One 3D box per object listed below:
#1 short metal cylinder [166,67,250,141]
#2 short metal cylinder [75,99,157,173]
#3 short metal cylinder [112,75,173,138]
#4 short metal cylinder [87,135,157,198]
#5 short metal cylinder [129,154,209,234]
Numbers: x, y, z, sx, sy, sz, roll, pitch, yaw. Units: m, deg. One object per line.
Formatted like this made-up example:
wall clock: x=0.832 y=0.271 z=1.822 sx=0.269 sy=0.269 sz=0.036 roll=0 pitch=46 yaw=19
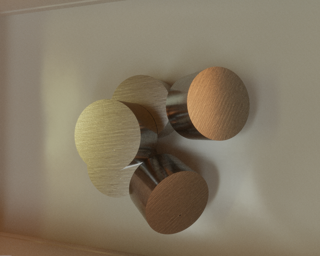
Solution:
short metal cylinder: x=0.054 y=-0.026 z=0.354 sx=0.081 sy=0.050 sz=0.079 roll=1 pitch=89 yaw=-25
short metal cylinder: x=-0.049 y=0.008 z=0.357 sx=0.080 sy=0.050 sz=0.079 roll=0 pitch=90 yaw=19
short metal cylinder: x=-0.016 y=-0.025 z=0.400 sx=0.080 sy=0.050 sz=0.079 roll=0 pitch=90 yaw=19
short metal cylinder: x=-0.048 y=0.047 z=0.412 sx=0.080 sy=0.050 sz=0.079 roll=0 pitch=90 yaw=19
short metal cylinder: x=0.010 y=0.077 z=0.368 sx=0.050 sy=0.081 sz=0.080 roll=35 pitch=105 yaw=58
